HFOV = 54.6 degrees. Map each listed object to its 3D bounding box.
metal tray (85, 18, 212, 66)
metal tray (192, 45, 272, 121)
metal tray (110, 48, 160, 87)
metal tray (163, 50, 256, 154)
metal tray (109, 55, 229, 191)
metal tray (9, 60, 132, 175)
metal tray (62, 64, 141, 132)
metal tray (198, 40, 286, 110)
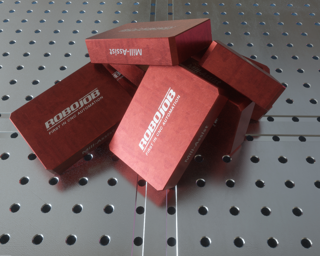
[{"bbox_3d":[-0.014,-0.106,0.379,0.130,0.030,0.090,10,33,34],"label":"metal tray"},{"bbox_3d":[0.091,-0.072,0.437,0.131,0.030,0.090,21,50,-9],"label":"metal tray"},{"bbox_3d":[-0.005,-0.109,0.472,0.131,0.030,0.090,-26,56,-38],"label":"metal tray"},{"bbox_3d":[0.051,-0.034,0.396,0.130,0.090,0.030,37,60,27],"label":"metal tray"},{"bbox_3d":[0.006,-0.006,0.353,0.090,0.129,0.030,36,17,25],"label":"metal tray"},{"bbox_3d":[-0.104,-0.016,0.388,0.130,0.030,0.090,-38,75,-14],"label":"metal tray"},{"bbox_3d":[-0.081,-0.048,0.443,0.090,0.030,0.131,32,57,24],"label":"metal tray"},{"bbox_3d":[0.098,-0.071,0.383,0.090,0.030,0.130,34,20,1],"label":"metal tray"}]
